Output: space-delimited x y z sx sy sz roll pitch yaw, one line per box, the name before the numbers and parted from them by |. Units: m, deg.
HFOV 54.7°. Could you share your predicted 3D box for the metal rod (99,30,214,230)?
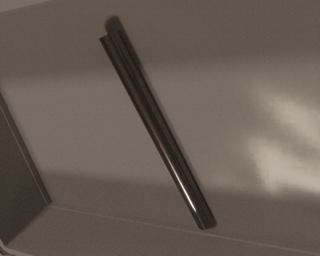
metal rod | 0.003 0.015 0.414 0.025 0.025 0.299 -15 111 34
